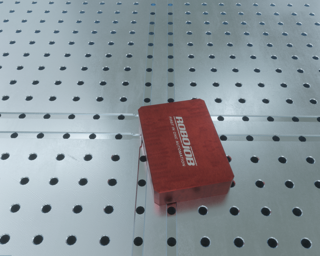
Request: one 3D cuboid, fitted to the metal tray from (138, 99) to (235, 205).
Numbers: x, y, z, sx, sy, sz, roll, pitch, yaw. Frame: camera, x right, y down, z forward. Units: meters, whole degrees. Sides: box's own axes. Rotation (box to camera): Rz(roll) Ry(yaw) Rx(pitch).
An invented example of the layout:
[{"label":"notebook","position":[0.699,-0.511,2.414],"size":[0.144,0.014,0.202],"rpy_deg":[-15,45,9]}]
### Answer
[{"label":"metal tray","position":[0.027,0.024,0.385],"size":[0.091,0.030,0.130],"rpy_deg":[-8,51,-7]}]
